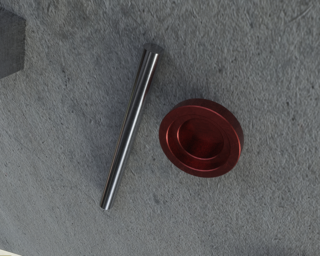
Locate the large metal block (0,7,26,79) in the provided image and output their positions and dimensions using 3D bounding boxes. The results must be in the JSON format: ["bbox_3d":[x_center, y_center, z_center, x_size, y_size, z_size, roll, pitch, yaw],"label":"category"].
[{"bbox_3d":[-0.241,-0.127,0.436,0.080,0.050,0.079,29,128,9],"label":"large metal block"}]

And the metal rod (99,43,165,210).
[{"bbox_3d":[-0.050,0.020,0.443,0.025,0.025,0.298,29,128,10],"label":"metal rod"}]

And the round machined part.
[{"bbox_3d":[0.052,0.009,0.373,0.098,0.042,0.097,13,124,20],"label":"round machined part"}]
